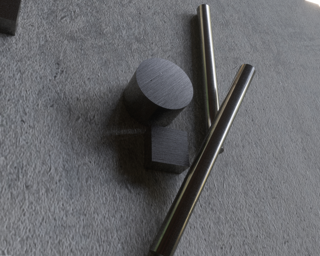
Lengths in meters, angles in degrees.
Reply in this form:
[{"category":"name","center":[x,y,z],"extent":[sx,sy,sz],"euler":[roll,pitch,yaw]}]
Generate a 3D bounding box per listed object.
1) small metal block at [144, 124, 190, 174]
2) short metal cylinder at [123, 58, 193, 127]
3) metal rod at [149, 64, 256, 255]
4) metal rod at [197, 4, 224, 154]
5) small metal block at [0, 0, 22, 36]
[{"category":"small metal block","center":[0.008,0.027,0.391],"extent":[0.050,0.025,0.050],"euler":[12,57,-22]},{"category":"short metal cylinder","center":[-0.003,-0.046,0.414],"extent":[0.081,0.050,0.080],"euler":[14,56,-21]},{"category":"metal rod","center":[0.067,0.023,0.398],"extent":[0.025,0.025,0.301],"euler":[35,59,-6]},{"category":"metal rod","center":[0.078,-0.096,0.504],"extent":[0.025,0.025,0.299],"euler":[15,56,-20]},{"category":"small metal block","center":[-0.203,-0.148,0.385],"extent":[0.050,0.025,0.050],"euler":[9,58,-24]}]
